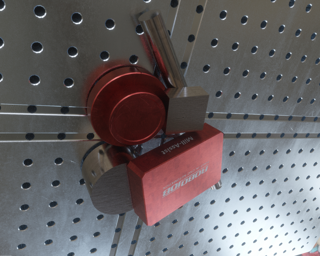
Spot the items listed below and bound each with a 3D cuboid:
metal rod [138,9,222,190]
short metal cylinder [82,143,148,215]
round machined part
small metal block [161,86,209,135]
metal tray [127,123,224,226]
[{"bbox_3d":[0.039,-0.014,0.420,0.025,0.025,0.299,-32,129,-8],"label":"metal rod"},{"bbox_3d":[-0.055,0.064,0.399,0.081,0.050,0.079,-14,124,-21],"label":"short metal cylinder"},{"bbox_3d":[-0.032,-0.019,0.365,0.099,0.042,0.097,-13,124,-20],"label":"round machined part"},{"bbox_3d":[0.028,-0.022,0.378,0.050,0.025,0.050,-7,124,-19],"label":"small metal block"},{"bbox_3d":[0.025,0.058,0.403,0.131,0.030,0.089,-25,129,-29],"label":"metal tray"}]
